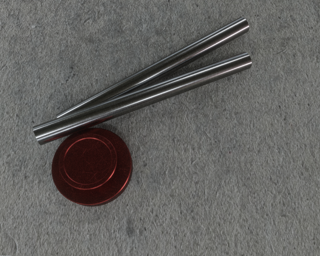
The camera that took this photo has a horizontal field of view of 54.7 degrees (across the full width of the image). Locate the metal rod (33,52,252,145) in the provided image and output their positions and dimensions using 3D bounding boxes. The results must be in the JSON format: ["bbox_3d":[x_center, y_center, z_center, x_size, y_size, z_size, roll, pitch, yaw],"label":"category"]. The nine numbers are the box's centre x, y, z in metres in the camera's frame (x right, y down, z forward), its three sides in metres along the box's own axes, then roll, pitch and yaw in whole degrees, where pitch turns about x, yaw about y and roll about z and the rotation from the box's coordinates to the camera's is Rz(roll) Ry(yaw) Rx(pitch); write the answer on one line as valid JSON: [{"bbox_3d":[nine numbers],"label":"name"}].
[{"bbox_3d":[-0.013,-0.044,0.412,0.302,0.025,0.025,-21,72,-13],"label":"metal rod"}]

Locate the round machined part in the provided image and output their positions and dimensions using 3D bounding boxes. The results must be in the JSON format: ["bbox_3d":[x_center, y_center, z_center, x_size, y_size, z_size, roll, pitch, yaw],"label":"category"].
[{"bbox_3d":[-0.085,0.045,0.382,0.099,0.042,0.098,0,70,0],"label":"round machined part"}]

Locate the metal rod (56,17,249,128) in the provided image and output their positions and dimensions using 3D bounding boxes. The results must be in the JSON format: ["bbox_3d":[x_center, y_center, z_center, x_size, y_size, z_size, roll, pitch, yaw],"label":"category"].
[{"bbox_3d":[-0.002,-0.081,0.437,0.301,0.025,0.025,-30,73,-11],"label":"metal rod"}]
